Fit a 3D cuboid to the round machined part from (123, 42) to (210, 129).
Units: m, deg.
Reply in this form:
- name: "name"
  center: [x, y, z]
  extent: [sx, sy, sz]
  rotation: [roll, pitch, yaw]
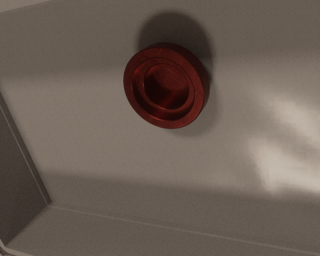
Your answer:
- name: "round machined part"
  center: [0.011, -0.051, 0.359]
  extent: [0.098, 0.042, 0.097]
  rotation: [13, 124, 20]
